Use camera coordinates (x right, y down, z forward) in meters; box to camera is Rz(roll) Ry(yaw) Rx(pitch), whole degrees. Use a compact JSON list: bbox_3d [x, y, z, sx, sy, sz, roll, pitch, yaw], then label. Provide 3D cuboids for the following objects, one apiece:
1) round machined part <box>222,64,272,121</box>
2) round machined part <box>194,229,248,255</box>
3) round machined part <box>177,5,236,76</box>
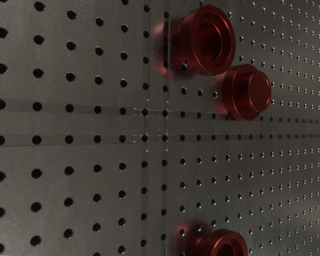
[{"bbox_3d":[0.154,-0.061,0.530,0.099,0.042,0.097,0,90,-40],"label":"round machined part"},{"bbox_3d":[0.089,0.204,0.476,0.099,0.042,0.097,0,90,-40],"label":"round machined part"},{"bbox_3d":[0.064,-0.125,0.454,0.099,0.042,0.097,0,90,-40],"label":"round machined part"}]
